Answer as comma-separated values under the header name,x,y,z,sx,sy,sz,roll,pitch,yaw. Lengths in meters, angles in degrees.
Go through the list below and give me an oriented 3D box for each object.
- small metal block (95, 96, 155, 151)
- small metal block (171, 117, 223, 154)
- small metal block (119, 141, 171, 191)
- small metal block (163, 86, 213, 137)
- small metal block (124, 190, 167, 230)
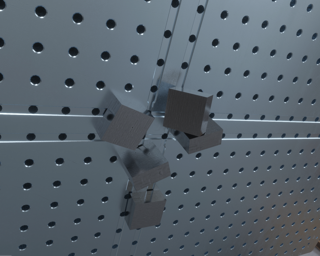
name,x,y,z,sx,sy,sz,roll,pitch,yaw
small metal block,-0.043,-0.005,0.384,0.050,0.025,0.050,22,107,-36
small metal block,0.050,0.005,0.423,0.050,0.050,0.025,-15,129,-20
small metal block,-0.020,0.050,0.414,0.050,0.050,0.025,-23,127,-15
small metal block,0.035,-0.022,0.393,0.025,0.050,0.050,-27,129,-61
small metal block,-0.023,0.125,0.475,0.050,0.025,0.050,-1,119,-28
